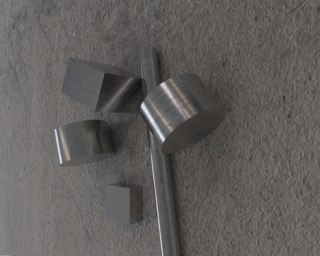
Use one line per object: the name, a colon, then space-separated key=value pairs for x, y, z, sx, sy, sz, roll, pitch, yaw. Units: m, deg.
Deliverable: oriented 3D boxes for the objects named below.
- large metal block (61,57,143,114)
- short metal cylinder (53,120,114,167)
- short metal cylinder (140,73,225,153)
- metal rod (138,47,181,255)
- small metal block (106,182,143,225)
large metal block: x=-0.076 y=-0.058 z=0.432 sx=0.080 sy=0.081 sz=0.050 roll=28 pitch=108 yaw=36
short metal cylinder: x=-0.113 y=0.024 z=0.463 sx=0.080 sy=0.081 sz=0.050 roll=-23 pitch=76 yaw=38
short metal cylinder: x=0.025 y=-0.015 z=0.349 sx=0.080 sy=0.081 sz=0.050 roll=-46 pitch=63 yaw=30
metal rod: x=0.000 y=0.042 z=0.404 sx=0.025 sy=0.025 sz=0.298 roll=-11 pitch=83 yaw=39
small metal block: x=-0.052 y=0.108 z=0.448 sx=0.050 sy=0.025 sz=0.050 roll=-1 pitch=90 yaw=40
